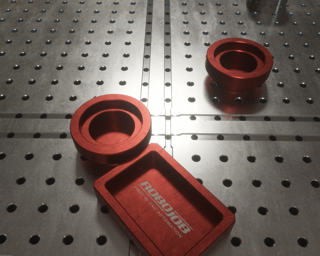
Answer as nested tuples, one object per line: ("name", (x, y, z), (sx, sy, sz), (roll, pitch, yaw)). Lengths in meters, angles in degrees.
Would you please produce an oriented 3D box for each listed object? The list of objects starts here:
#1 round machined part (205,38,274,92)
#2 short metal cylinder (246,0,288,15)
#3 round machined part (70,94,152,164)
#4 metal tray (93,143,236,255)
("round machined part", (0.119, -0.093, 0.476), (0.099, 0.042, 0.098), (0, 50, 0))
("short metal cylinder", (0.219, -0.272, 0.623), (0.081, 0.050, 0.080), (0, 50, 0))
("round machined part", (-0.060, 0.005, 0.391), (0.099, 0.042, 0.098), (0, 50, 0))
("metal tray", (0.002, 0.084, 0.333), (0.091, 0.030, 0.130), (-33, 58, -25))
